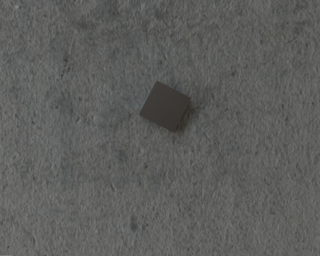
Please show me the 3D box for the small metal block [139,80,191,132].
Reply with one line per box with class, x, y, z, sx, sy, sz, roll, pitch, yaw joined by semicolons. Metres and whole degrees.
small metal block;0.007;-0.028;0.410;0.050;0.025;0.050;27;90;0
